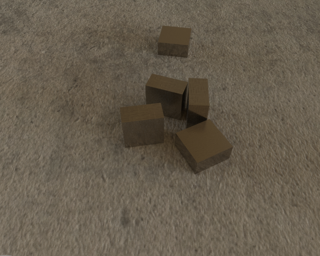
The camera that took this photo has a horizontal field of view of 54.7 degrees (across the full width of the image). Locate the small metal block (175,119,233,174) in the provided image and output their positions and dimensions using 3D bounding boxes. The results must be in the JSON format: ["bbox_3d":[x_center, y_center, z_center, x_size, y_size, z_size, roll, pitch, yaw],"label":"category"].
[{"bbox_3d":[0.053,0.022,0.385,0.050,0.025,0.050,-22,54,-18],"label":"small metal block"}]

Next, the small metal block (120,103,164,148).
[{"bbox_3d":[-0.022,-0.003,0.389,0.050,0.050,0.025,-7,51,-6],"label":"small metal block"}]

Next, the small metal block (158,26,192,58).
[{"bbox_3d":[0.025,-0.148,0.528,0.050,0.025,0.050,7,50,5],"label":"small metal block"}]

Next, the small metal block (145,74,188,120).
[{"bbox_3d":[0.009,-0.042,0.422,0.050,0.050,0.025,15,52,12],"label":"small metal block"}]

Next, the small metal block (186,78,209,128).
[{"bbox_3d":[0.049,-0.031,0.414,0.025,0.050,0.050,3,50,2],"label":"small metal block"}]
